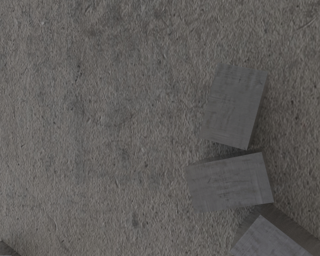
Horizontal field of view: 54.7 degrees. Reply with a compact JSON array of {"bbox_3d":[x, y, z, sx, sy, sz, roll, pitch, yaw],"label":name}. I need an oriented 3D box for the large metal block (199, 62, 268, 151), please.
[{"bbox_3d":[0.086,-0.023,0.349,0.050,0.080,0.080,15,95,19],"label":"large metal block"}]

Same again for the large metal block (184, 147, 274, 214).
[{"bbox_3d":[0.082,0.056,0.351,0.080,0.080,0.050,-14,85,19],"label":"large metal block"}]

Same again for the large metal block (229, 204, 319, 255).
[{"bbox_3d":[0.128,0.128,0.334,0.080,0.080,0.050,38,102,16],"label":"large metal block"}]

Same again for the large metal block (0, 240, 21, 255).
[{"bbox_3d":[-0.255,0.241,0.486,0.080,0.050,0.080,29,99,17],"label":"large metal block"}]
